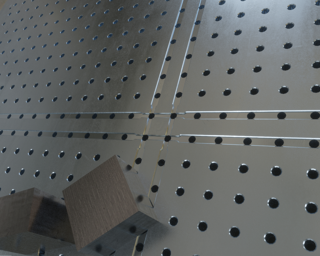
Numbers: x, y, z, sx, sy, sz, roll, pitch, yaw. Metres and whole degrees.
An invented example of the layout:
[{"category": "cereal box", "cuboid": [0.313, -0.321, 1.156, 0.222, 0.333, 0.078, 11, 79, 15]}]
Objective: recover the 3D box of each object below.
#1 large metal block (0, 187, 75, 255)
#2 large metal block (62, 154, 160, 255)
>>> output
[{"category": "large metal block", "cuboid": [-0.162, 0.119, 0.386, 0.080, 0.080, 0.050, -18, 55, 18]}, {"category": "large metal block", "cuboid": [-0.060, 0.093, 0.368, 0.080, 0.050, 0.080, -35, 51, 5]}]
